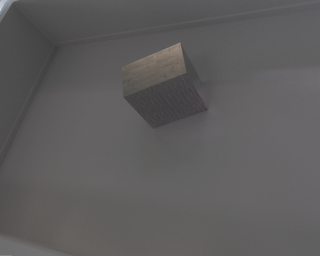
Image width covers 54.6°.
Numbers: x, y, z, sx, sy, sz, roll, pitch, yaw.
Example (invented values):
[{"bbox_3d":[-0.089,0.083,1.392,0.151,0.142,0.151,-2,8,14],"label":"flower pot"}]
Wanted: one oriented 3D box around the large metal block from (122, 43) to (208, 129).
[{"bbox_3d":[0.007,-0.050,0.398,0.080,0.080,0.050,-19,54,17],"label":"large metal block"}]
